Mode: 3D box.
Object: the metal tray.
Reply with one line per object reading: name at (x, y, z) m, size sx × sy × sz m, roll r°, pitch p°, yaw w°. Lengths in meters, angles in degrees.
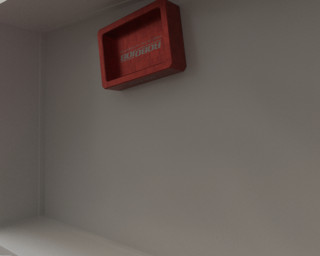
metal tray at (-0.030, -0.109, 0.425) m, size 0.130 × 0.030 × 0.089 m, roll -10°, pitch 84°, yaw 39°
